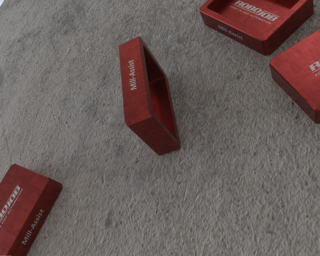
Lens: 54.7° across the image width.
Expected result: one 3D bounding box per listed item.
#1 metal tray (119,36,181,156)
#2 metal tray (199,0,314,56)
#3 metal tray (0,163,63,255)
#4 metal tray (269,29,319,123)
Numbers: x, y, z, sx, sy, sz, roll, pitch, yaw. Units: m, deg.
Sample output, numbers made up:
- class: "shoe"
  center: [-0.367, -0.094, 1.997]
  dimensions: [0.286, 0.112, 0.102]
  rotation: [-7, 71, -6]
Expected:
- class: "metal tray"
  center: [-0.013, -0.041, 0.393]
  dimensions: [0.030, 0.090, 0.130]
  rotation: [-21, 54, 16]
- class: "metal tray"
  center: [0.130, -0.165, 0.433]
  dimensions: [0.090, 0.030, 0.130]
  rotation: [-44, 51, -2]
- class: "metal tray"
  center: [-0.205, 0.122, 0.433]
  dimensions: [0.090, 0.030, 0.130]
  rotation: [12, 68, 33]
- class: "metal tray"
  center: [0.202, -0.074, 0.340]
  dimensions: [0.130, 0.030, 0.090]
  rotation: [-32, 52, 7]
